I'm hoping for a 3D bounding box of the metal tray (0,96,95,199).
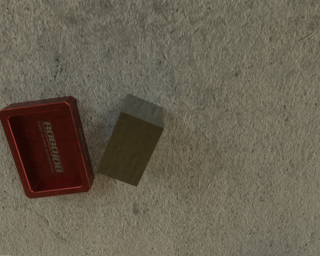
[{"bbox_3d":[-0.147,0.028,0.415,0.091,0.030,0.129,-8,110,2],"label":"metal tray"}]

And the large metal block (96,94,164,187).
[{"bbox_3d":[-0.034,0.012,0.384,0.050,0.080,0.079,22,109,-8],"label":"large metal block"}]
